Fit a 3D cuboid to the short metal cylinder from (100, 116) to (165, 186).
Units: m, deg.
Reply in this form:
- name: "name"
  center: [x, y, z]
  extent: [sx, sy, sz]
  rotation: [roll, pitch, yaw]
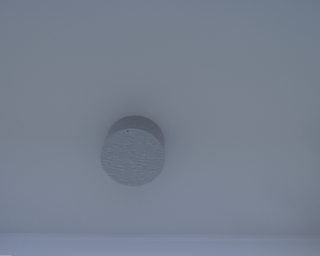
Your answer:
- name: "short metal cylinder"
  center: [-0.034, 0.029, 0.408]
  extent: [0.081, 0.050, 0.079]
  rotation: [0, 110, -1]
